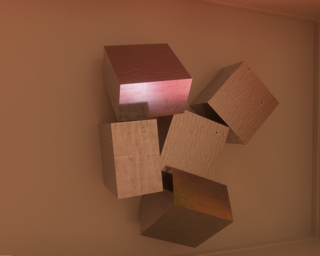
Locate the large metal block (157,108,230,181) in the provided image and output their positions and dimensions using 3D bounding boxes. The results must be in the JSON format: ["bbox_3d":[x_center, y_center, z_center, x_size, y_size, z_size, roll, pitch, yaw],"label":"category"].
[{"bbox_3d":[0.035,0.024,0.411,0.080,0.050,0.080,20,83,-19],"label":"large metal block"}]

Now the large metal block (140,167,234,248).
[{"bbox_3d":[0.030,0.102,0.386,0.080,0.080,0.050,21,41,-21],"label":"large metal block"}]

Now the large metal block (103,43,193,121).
[{"bbox_3d":[-0.019,-0.057,0.367,0.081,0.080,0.050,-8,135,-19],"label":"large metal block"}]

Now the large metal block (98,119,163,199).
[{"bbox_3d":[-0.038,0.032,0.367,0.050,0.080,0.079,-6,92,-20],"label":"large metal block"}]

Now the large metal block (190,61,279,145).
[{"bbox_3d":[0.105,-0.034,0.436,0.080,0.050,0.080,46,76,-15],"label":"large metal block"}]
